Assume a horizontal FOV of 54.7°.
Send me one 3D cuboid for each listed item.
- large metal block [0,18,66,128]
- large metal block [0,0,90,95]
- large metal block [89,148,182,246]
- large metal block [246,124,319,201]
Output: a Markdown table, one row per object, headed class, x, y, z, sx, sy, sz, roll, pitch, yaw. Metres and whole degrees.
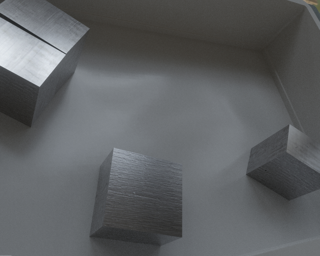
| class | x | y | z | sx | sy | sz | roll | pitch | yaw |
| --- | --- | --- | --- | --- | --- | --- | --- | --- | --- |
| large metal block | -0.154 | -0.057 | 0.322 | 0.080 | 0.080 | 0.050 | 29 | 52 | -10 |
| large metal block | -0.138 | -0.095 | 0.355 | 0.080 | 0.080 | 0.050 | 32 | 52 | -8 |
| large metal block | -0.024 | 0.076 | 0.332 | 0.081 | 0.050 | 0.080 | 16 | 55 | -20 |
| large metal block | 0.184 | 0.052 | 0.441 | 0.080 | 0.080 | 0.050 | 32 | 52 | -8 |
